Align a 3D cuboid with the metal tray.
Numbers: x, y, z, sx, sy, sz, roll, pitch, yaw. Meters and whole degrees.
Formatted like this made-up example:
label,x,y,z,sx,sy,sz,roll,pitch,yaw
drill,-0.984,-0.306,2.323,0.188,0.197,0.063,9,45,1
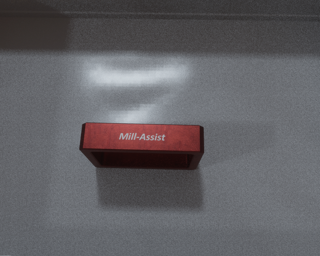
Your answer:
label,x,y,z,sx,sy,sz,roll,pitch,yaw
metal tray,-0.019,0.024,0.366,0.131,0.090,0.030,1,70,0
